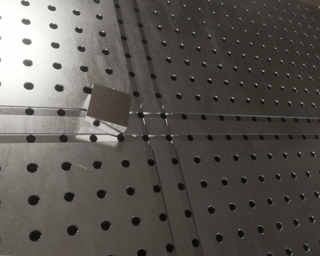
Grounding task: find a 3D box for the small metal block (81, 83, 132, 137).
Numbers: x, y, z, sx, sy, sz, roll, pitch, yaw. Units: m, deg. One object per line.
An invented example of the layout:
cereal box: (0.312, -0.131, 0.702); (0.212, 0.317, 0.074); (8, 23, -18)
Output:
small metal block: (-0.066, -0.022, 0.388); (0.050, 0.025, 0.050); (17, 55, -19)
